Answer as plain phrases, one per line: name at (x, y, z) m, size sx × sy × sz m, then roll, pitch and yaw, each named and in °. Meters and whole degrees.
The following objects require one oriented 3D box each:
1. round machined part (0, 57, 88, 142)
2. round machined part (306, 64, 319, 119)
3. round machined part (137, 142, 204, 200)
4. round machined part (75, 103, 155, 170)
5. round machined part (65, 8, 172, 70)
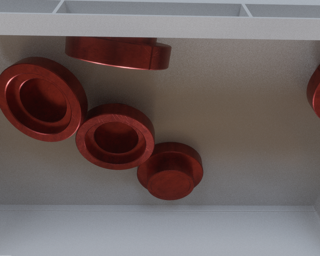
round machined part at (-0.130, -0.035, 0.357) m, size 0.098 × 0.042 × 0.097 m, roll 5°, pitch 123°, yaw 9°
round machined part at (0.219, -0.053, 0.356) m, size 0.099 × 0.042 × 0.097 m, roll -1°, pitch 130°, yaw 0°
round machined part at (0.015, 0.070, 0.458) m, size 0.099 × 0.042 × 0.097 m, roll -1°, pitch 130°, yaw 0°
round machined part at (-0.056, 0.007, 0.403) m, size 0.099 × 0.042 × 0.097 m, roll -1°, pitch 130°, yaw 0°
round machined part at (-0.037, -0.086, 0.293) m, size 0.099 × 0.098 × 0.042 m, roll 7°, pitch 108°, yaw -7°
